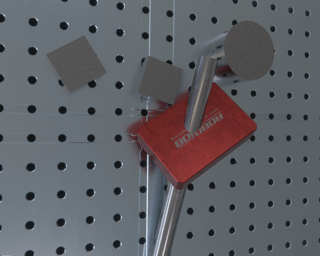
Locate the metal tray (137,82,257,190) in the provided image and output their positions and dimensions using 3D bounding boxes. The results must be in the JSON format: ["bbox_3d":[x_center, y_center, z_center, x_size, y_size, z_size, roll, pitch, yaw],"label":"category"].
[{"bbox_3d":[0.047,0.006,0.402,0.131,0.030,0.090,-33,69,-19],"label":"metal tray"}]

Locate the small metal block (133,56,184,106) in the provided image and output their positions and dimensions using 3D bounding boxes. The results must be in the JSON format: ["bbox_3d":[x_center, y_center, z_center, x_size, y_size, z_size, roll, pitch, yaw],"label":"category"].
[{"bbox_3d":[-0.002,-0.061,0.412,0.050,0.025,0.050,18,84,-19],"label":"small metal block"}]

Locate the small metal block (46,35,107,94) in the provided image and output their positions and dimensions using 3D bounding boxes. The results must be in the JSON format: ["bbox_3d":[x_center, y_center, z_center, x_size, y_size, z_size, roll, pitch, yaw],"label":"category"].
[{"bbox_3d":[-0.101,-0.076,0.375,0.050,0.025,0.050,-34,101,-17],"label":"small metal block"}]

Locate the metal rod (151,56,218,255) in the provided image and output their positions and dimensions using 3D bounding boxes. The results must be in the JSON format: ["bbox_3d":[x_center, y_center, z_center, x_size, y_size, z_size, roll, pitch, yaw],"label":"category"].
[{"bbox_3d":[0.027,0.057,0.401,0.025,0.025,0.298,12,94,-20],"label":"metal rod"}]

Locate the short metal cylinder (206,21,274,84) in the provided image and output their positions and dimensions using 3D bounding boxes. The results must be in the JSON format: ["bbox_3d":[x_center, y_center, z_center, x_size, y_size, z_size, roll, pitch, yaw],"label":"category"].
[{"bbox_3d":[0.113,-0.105,0.440,0.081,0.050,0.080,0,90,-20],"label":"short metal cylinder"}]
